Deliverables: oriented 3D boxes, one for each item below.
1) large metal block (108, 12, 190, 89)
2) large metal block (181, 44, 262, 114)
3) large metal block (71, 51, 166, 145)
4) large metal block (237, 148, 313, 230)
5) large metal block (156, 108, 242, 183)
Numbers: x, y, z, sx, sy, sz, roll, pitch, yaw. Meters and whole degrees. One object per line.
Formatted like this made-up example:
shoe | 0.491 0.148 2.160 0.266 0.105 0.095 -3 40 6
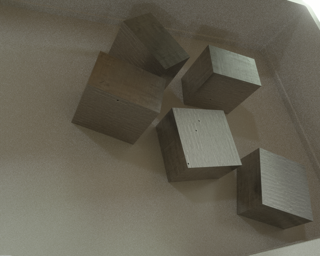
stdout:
large metal block | -0.020 -0.092 0.417 0.080 0.080 0.050 50 51 6
large metal block | 0.088 -0.069 0.462 0.081 0.080 0.050 10 57 -23
large metal block | -0.049 -0.031 0.364 0.080 0.080 0.050 21 54 -16
large metal block | 0.154 0.084 0.424 0.080 0.050 0.080 21 54 -16
large metal block | 0.048 0.022 0.404 0.081 0.050 0.080 1 61 -28
